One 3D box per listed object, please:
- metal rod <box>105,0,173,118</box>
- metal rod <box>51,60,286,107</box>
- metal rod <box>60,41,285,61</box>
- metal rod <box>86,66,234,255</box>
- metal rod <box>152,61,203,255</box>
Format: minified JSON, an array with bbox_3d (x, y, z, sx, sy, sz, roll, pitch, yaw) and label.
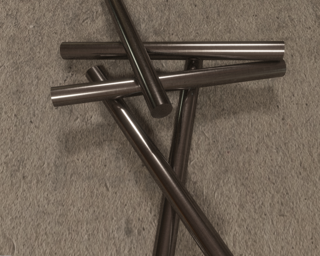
[{"bbox_3d":[-0.046,-0.135,0.419,0.025,0.025,0.299,-18,57,-7],"label":"metal rod"},{"bbox_3d":[0.017,-0.060,0.401,0.302,0.025,0.025,-8,70,-8],"label":"metal rod"},{"bbox_3d":[0.010,-0.106,0.425,0.302,0.025,0.025,2,70,9],"label":"metal rod"},{"bbox_3d":[-0.012,0.032,0.375,0.025,0.025,0.300,-31,66,-11],"label":"metal rod"},{"bbox_3d":[0.026,0.028,0.398,0.025,0.025,0.299,10,70,3],"label":"metal rod"}]
